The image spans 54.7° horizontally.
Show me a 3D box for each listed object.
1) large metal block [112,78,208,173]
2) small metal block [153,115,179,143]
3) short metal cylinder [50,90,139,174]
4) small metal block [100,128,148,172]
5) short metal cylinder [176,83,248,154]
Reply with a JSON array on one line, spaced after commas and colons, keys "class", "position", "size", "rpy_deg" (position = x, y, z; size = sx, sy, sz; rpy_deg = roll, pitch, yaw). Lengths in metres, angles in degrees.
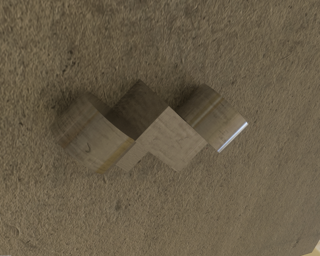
[{"class": "large metal block", "position": [-0.002, -0.004, 0.371], "size": [0.050, 0.080, 0.080], "rpy_deg": [-47, 130, 4]}, {"class": "small metal block", "position": [0.026, 0.016, 0.433], "size": [0.050, 0.025, 0.050], "rpy_deg": [-46, 129, 4]}, {"class": "short metal cylinder", "position": [-0.070, 0.004, 0.337], "size": [0.050, 0.080, 0.080], "rpy_deg": [-46, 129, 4]}, {"class": "small metal block", "position": [-0.045, 0.022, 0.398], "size": [0.050, 0.025, 0.050], "rpy_deg": [-46, 129, 4]}, {"class": "short metal cylinder", "position": [0.066, -0.012, 0.402], "size": [0.050, 0.080, 0.080], "rpy_deg": [-46, 129, 4]}]
